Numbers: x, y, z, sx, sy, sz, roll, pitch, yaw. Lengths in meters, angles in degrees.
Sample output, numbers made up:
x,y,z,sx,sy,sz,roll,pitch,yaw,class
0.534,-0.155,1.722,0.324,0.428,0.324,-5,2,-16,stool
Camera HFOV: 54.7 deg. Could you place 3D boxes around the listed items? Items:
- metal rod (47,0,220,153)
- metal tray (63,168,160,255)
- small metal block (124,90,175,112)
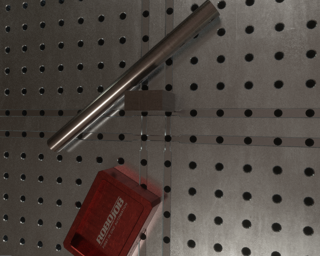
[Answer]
x,y,z,sx,sy,sz,roll,pitch,yaw,class
-0.046,-0.062,0.427,0.300,0.025,0.025,-38,78,15,metal rod
-0.069,0.133,0.432,0.090,0.030,0.129,30,100,17,metal tray
-0.012,-0.034,0.403,0.050,0.050,0.025,1,91,19,small metal block
